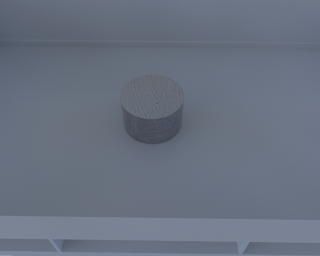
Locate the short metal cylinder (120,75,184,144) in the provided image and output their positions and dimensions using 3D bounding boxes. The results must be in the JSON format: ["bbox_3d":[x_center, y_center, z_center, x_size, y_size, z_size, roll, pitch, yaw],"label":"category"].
[{"bbox_3d":[-0.010,-0.025,0.410,0.080,0.050,0.080,0,50,0],"label":"short metal cylinder"}]
